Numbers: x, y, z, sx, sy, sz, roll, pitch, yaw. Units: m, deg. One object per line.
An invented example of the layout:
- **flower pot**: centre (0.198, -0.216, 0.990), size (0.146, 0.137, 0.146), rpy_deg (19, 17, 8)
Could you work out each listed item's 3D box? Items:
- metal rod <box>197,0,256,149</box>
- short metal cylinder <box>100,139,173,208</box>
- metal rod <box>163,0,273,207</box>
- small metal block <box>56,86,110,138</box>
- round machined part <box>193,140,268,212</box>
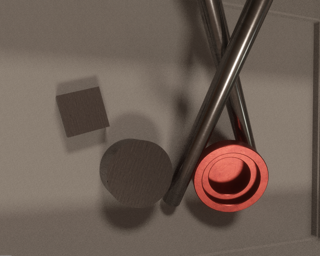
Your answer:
- **metal rod**: centre (0.086, -0.061, 0.383), size (0.025, 0.025, 0.299), rpy_deg (-35, 125, -17)
- **short metal cylinder**: centre (-0.031, 0.054, 0.387), size (0.081, 0.050, 0.079), rpy_deg (0, 90, -21)
- **metal rod**: centre (0.064, -0.030, 0.363), size (0.025, 0.025, 0.298), rpy_deg (12, 114, -20)
- **small metal block**: centre (-0.094, -0.019, 0.376), size (0.050, 0.025, 0.050), rpy_deg (-16, 96, -20)
- **round machined part**: centre (0.093, 0.062, 0.424), size (0.099, 0.042, 0.097), rpy_deg (0, 107, -1)
